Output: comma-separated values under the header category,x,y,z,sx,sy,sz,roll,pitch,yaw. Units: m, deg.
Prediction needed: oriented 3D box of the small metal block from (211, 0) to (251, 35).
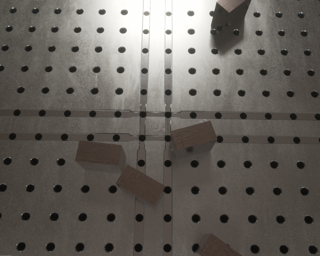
category,x,y,z,sx,sy,sz,roll,pitch,yaw
small metal block,0.107,-0.177,0.465,0.050,0.050,0.025,-40,75,-13

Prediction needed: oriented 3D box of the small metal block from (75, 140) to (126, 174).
category,x,y,z,sx,sy,sz,roll,pitch,yaw
small metal block,-0.072,0.037,0.384,0.050,0.050,0.025,6,70,2

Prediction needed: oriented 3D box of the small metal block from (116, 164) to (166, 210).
category,x,y,z,sx,sy,sz,roll,pitch,yaw
small metal block,-0.022,0.072,0.372,0.050,0.050,0.025,28,73,9

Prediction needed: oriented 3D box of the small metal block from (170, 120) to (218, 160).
category,x,y,z,sx,sy,sz,roll,pitch,yaw
small metal block,0.041,0.017,0.393,0.050,0.050,0.025,-15,71,-6

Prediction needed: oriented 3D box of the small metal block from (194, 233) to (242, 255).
category,x,y,z,sx,sy,sz,roll,pitch,yaw
small metal block,0.068,0.144,0.347,0.050,0.050,0.025,34,74,11
